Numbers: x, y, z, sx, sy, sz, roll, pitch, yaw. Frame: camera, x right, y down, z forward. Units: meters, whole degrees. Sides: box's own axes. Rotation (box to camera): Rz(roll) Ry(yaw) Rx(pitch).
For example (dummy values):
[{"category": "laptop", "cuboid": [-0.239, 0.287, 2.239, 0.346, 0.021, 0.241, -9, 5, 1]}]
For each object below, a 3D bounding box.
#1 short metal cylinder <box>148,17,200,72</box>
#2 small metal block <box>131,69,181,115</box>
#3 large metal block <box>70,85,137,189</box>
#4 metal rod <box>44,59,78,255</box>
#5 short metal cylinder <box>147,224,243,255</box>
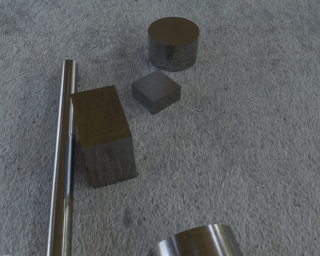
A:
[{"category": "short metal cylinder", "cuboid": [0.021, -0.136, 0.501, 0.081, 0.050, 0.080, 0, 50, 0]}, {"category": "small metal block", "cuboid": [-0.005, -0.053, 0.447, 0.050, 0.025, 0.050, -33, 57, -25]}, {"category": "large metal block", "cuboid": [-0.064, 0.010, 0.358, 0.050, 0.080, 0.080, -14, 52, -12]}, {"category": "metal rod", "cuboid": [-0.119, 0.017, 0.387, 0.025, 0.025, 0.300, -6, 50, -5]}, {"category": "short metal cylinder", "cuboid": [0.034, 0.124, 0.263, 0.081, 0.080, 0.050, -12, 51, -10]}]
